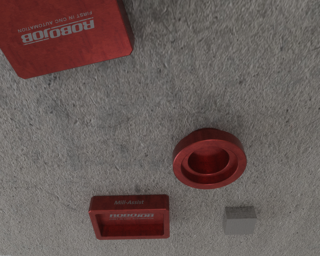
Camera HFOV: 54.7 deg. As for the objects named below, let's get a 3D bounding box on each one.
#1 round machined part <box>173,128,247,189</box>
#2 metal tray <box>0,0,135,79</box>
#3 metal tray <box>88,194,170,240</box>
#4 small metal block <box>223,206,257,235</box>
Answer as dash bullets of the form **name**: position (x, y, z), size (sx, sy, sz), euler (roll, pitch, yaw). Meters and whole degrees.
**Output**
- **round machined part**: position (0.066, 0.038, 0.429), size (0.099, 0.042, 0.097), euler (0, 130, 0)
- **metal tray**: position (-0.101, -0.106, 0.312), size (0.131, 0.030, 0.090), euler (-11, 130, 9)
- **metal tray**: position (-0.049, 0.156, 0.535), size (0.131, 0.030, 0.089), euler (-1, 130, 1)
- **small metal block**: position (0.140, 0.164, 0.548), size (0.050, 0.025, 0.050), euler (-2, 130, 1)
